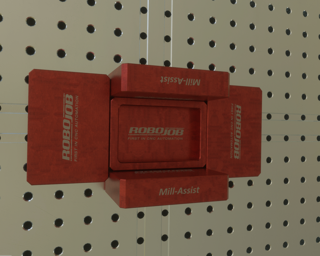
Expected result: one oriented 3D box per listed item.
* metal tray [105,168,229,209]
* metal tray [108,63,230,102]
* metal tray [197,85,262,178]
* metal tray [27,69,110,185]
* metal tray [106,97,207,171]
[{"bbox_3d":[0.006,0.068,0.380,0.131,0.090,0.030,1,90,-20],"label":"metal tray"},{"bbox_3d":[0.007,-0.052,0.382,0.131,0.090,0.030,1,90,-20],"label":"metal tray"},{"bbox_3d":[0.101,0.005,0.447,0.091,0.030,0.129,1,90,-21],"label":"metal tray"},{"bbox_3d":[-0.108,-0.001,0.370,0.091,0.030,0.129,1,90,-21],"label":"metal tray"},{"bbox_3d":[-0.003,0.008,0.407,0.131,0.030,0.089,1,90,-21],"label":"metal tray"}]
